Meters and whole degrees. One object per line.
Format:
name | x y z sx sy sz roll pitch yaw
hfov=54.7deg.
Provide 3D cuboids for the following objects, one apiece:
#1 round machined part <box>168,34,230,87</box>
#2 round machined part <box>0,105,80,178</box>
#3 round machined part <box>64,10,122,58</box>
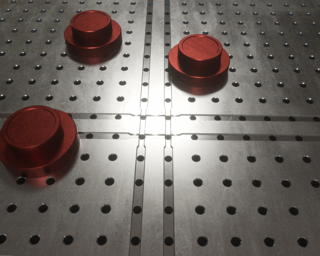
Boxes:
round machined part | 0.062 -0.113 0.492 0.099 0.042 0.098 0 50 0
round machined part | -0.154 0.009 0.387 0.099 0.042 0.098 0 50 0
round machined part | -0.117 -0.168 0.536 0.099 0.042 0.098 0 50 0
